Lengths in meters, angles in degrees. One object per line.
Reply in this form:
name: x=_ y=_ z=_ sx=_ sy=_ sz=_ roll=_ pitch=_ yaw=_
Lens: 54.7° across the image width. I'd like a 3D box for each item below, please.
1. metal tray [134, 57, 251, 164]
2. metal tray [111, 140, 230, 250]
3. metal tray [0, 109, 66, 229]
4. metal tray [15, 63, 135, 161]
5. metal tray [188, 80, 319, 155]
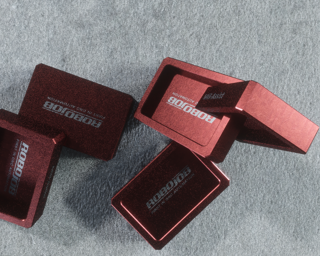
metal tray: x=0.036 y=-0.026 z=0.368 sx=0.130 sy=0.030 sz=0.090 roll=29 pitch=90 yaw=41
metal tray: x=0.013 y=0.081 z=0.407 sx=0.130 sy=0.030 sz=0.090 roll=-43 pitch=91 yaw=0
metal tray: x=-0.182 y=0.052 z=0.387 sx=0.090 sy=0.030 sz=0.129 roll=21 pitch=106 yaw=-1
metal tray: x=-0.109 y=-0.020 z=0.406 sx=0.131 sy=0.030 sz=0.090 roll=20 pitch=90 yaw=-1
metal tray: x=0.095 y=-0.012 z=0.348 sx=0.090 sy=0.130 sz=0.030 roll=31 pitch=85 yaw=-16
